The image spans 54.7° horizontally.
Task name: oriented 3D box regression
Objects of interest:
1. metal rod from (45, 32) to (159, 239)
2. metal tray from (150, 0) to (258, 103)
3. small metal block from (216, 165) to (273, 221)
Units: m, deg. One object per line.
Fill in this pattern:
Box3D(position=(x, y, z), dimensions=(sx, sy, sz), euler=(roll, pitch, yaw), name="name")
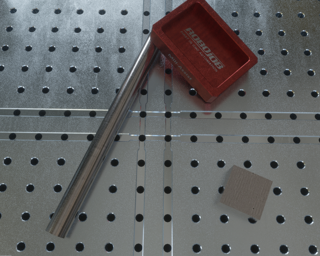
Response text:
Box3D(position=(-0.065, -0.004, 0.412), dimensions=(0.025, 0.025, 0.300), euler=(22, 71, 7), name="metal rod")
Box3D(position=(0.061, -0.112, 0.436), dimensions=(0.090, 0.030, 0.130), euler=(-40, 87, -15), name="metal tray")
Box3D(position=(0.104, 0.081, 0.384), dimensions=(0.050, 0.025, 0.050), euler=(23, 71, 8), name="small metal block")
